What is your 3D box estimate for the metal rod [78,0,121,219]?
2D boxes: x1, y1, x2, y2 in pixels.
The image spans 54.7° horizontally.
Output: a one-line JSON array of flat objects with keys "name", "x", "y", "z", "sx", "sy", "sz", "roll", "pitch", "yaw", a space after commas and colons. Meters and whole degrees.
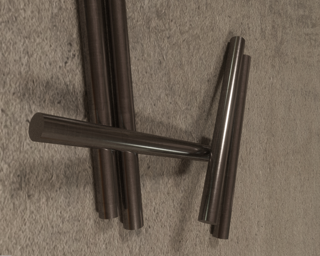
[{"name": "metal rod", "x": -0.070, "y": -0.047, "z": 0.347, "sx": 0.025, "sy": 0.025, "sz": 0.298, "roll": -8, "pitch": 95, "yaw": -40}]

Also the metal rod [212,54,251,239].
[{"name": "metal rod", "x": 0.118, "y": 0.026, "z": 0.506, "sx": 0.025, "sy": 0.025, "sz": 0.298, "roll": 15, "pitch": 80, "yaw": -39}]

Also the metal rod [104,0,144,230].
[{"name": "metal rod", "x": -0.044, "y": -0.028, "z": 0.369, "sx": 0.025, "sy": 0.025, "sz": 0.298, "roll": -8, "pitch": 95, "yaw": -40}]

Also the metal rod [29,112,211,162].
[{"name": "metal rod", "x": -0.006, "y": 0.021, "z": 0.372, "sx": 0.302, "sy": 0.025, "sz": 0.025, "roll": 13, "pitch": 82, "yaw": -48}]

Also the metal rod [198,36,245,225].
[{"name": "metal rod", "x": 0.095, "y": -0.012, "z": 0.456, "sx": 0.025, "sy": 0.025, "sz": 0.299, "roll": 33, "pitch": 60, "yaw": -36}]
